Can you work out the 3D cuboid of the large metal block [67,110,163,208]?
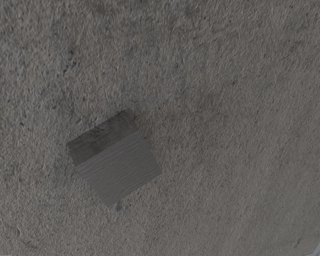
[{"bbox_3d":[-0.054,0.038,0.384,0.080,0.050,0.080,-31,129,-8],"label":"large metal block"}]
